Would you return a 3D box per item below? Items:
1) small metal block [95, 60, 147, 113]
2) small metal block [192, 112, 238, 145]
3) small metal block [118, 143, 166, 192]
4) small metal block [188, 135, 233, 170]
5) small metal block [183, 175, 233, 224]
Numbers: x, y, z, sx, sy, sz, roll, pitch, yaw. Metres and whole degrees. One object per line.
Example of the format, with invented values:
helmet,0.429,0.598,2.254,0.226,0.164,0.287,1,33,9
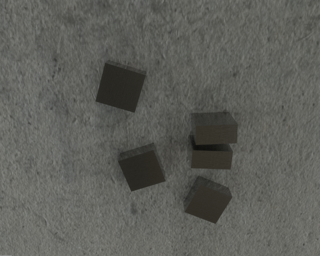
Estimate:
small metal block,-0.049,-0.053,0.390,0.050,0.025,0.050,16,109,-7
small metal block,0.068,-0.001,0.397,0.050,0.050,0.025,-2,110,0
small metal block,-0.024,0.054,0.430,0.050,0.025,0.050,-18,109,6
small metal block,0.064,0.031,0.409,0.050,0.050,0.025,2,110,-1
small metal block,0.068,0.104,0.449,0.050,0.025,0.050,23,108,-9
